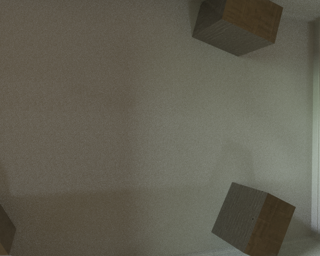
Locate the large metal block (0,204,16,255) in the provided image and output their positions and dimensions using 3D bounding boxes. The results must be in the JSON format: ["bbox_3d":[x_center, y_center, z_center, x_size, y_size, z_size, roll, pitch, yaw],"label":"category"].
[{"bbox_3d":[-0.199,0.115,0.308,0.080,0.080,0.050,-30,100,-18],"label":"large metal block"}]

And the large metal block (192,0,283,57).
[{"bbox_3d":[0.102,-0.143,0.420,0.081,0.080,0.050,17,85,-20],"label":"large metal block"}]

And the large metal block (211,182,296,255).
[{"bbox_3d":[0.127,0.128,0.430,0.050,0.080,0.080,28,81,-18],"label":"large metal block"}]
